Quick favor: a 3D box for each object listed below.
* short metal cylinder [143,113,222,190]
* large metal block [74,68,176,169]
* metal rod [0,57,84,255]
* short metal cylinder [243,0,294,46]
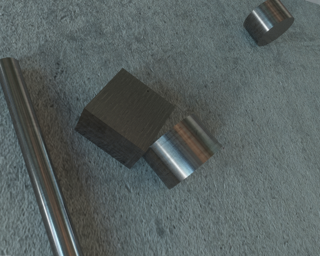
[{"bbox_3d":[0.026,0.027,0.366,0.081,0.080,0.050,-34,81,-38],"label":"short metal cylinder"},{"bbox_3d":[-0.041,-0.012,0.373,0.080,0.050,0.080,36,51,-4],"label":"large metal block"},{"bbox_3d":[-0.113,0.056,0.308,0.025,0.025,0.299,-13,69,-34],"label":"metal rod"},{"bbox_3d":[0.213,-0.207,0.609,0.081,0.080,0.050,-20,73,-36],"label":"short metal cylinder"}]
